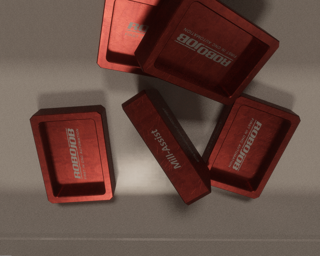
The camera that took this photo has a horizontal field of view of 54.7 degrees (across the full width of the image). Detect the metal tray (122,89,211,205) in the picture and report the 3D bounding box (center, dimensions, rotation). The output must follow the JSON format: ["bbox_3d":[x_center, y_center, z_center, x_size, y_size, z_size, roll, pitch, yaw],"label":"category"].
[{"bbox_3d":[0.012,0.016,0.366,0.030,0.090,0.130,-33,92,11],"label":"metal tray"}]

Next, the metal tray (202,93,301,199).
[{"bbox_3d":[0.116,0.025,0.419,0.091,0.030,0.129,18,109,-7],"label":"metal tray"}]

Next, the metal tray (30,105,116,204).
[{"bbox_3d":[-0.114,0.037,0.420,0.091,0.030,0.129,-4,110,1],"label":"metal tray"}]

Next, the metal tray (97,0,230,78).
[{"bbox_3d":[0.001,-0.103,0.349,0.131,0.030,0.089,9,127,-12],"label":"metal tray"}]

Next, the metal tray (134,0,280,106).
[{"bbox_3d":[0.051,-0.082,0.324,0.131,0.030,0.089,16,122,-34],"label":"metal tray"}]
